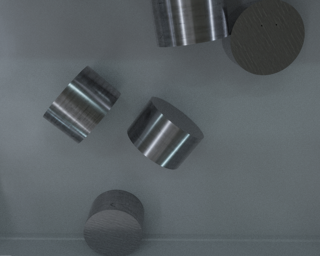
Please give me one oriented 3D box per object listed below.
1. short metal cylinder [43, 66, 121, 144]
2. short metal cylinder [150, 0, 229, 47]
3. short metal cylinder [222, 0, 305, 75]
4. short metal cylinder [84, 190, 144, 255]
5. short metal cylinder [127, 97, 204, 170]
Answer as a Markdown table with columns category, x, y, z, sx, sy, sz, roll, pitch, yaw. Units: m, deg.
| category | x | y | z | sx | sy | sz | roll | pitch | yaw |
| --- | --- | --- | --- | --- | --- | --- | --- | --- | --- |
| short metal cylinder | -0.092 | -0.028 | 0.371 | 0.050 | 0.080 | 0.080 | 41 | 105 | -14 |
| short metal cylinder | 0.033 | -0.121 | 0.337 | 0.080 | 0.080 | 0.050 | -9 | 110 | 3 |
| short metal cylinder | 0.117 | -0.106 | 0.360 | 0.081 | 0.050 | 0.079 | 0 | 110 | 0 |
| short metal cylinder | -0.064 | 0.137 | 0.448 | 0.081 | 0.050 | 0.079 | 0 | 110 | 0 |
| short metal cylinder | 0.007 | 0.006 | 0.384 | 0.080 | 0.080 | 0.050 | 34 | 107 | -12 |
